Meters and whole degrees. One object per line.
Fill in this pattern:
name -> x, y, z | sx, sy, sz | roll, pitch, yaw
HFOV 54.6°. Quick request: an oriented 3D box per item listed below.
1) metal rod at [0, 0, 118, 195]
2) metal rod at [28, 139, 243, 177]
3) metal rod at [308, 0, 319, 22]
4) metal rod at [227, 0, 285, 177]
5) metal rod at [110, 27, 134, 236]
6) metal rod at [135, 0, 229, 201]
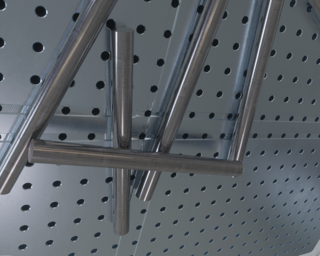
metal rod -> -0.102, -0.054, 0.321 | 0.025, 0.025, 0.299 | 24, 105, -37
metal rod -> -0.007, 0.043, 0.399 | 0.302, 0.025, 0.025 | 9, 114, -32
metal rod -> 0.258, -0.149, 0.459 | 0.301, 0.025, 0.025 | 31, 101, -38
metal rod -> 0.133, -0.054, 0.449 | 0.025, 0.025, 0.298 | -9, 122, -24
metal rod -> -0.049, 0.026, 0.399 | 0.025, 0.025, 0.298 | -10, 123, -23
metal rod -> 0.023, -0.030, 0.404 | 0.025, 0.025, 0.298 | 6, 115, -31
